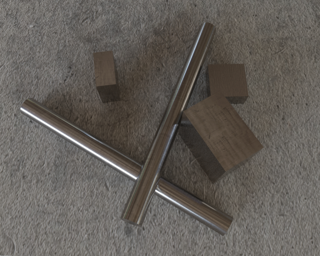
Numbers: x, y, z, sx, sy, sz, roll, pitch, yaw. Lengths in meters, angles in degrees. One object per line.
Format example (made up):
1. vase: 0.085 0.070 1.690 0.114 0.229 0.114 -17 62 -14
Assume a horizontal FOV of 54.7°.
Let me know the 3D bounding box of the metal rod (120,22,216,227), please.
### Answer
1. metal rod: 0.020 -0.023 0.399 0.025 0.025 0.300 19 65 6

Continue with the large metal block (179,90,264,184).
1. large metal block: 0.068 0.014 0.375 0.050 0.080 0.080 -30 73 -11

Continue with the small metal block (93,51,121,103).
1. small metal block: -0.071 -0.068 0.419 0.025 0.050 0.050 -8 70 -3

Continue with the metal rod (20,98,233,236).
1. metal rod: -0.049 0.043 0.391 0.301 0.025 0.025 29 73 10

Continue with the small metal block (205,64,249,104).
1. small metal block: 0.092 -0.061 0.432 0.050 0.025 0.050 -1 70 -1
